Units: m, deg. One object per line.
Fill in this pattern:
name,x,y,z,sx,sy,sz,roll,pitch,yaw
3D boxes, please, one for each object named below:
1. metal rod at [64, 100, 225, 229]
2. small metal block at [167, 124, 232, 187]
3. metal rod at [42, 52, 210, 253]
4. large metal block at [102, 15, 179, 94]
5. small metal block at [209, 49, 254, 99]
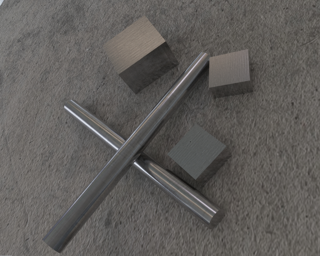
metal rod,-0.042,0.029,0.407,0.300,0.025,0.025,32,80,38
small metal block,0.046,0.031,0.361,0.050,0.025,0.050,-46,51,-5
metal rod,-0.025,0.014,0.377,0.025,0.025,0.301,23,65,36
large metal block,-0.030,-0.112,0.473,0.080,0.050,0.080,-34,51,5
small metal block,0.091,-0.069,0.399,0.050,0.025,0.050,-8,58,24
